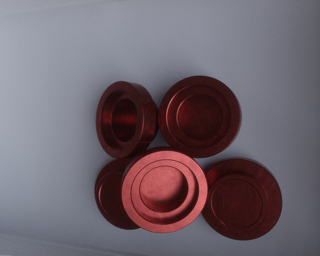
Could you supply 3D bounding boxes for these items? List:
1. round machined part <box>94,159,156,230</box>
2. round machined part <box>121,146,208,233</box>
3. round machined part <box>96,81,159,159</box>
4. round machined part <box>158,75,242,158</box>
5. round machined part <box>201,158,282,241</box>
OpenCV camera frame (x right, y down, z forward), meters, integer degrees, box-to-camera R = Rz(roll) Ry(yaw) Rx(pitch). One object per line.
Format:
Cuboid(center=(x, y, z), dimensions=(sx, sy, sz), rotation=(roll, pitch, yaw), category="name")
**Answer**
Cuboid(center=(-0.047, 0.089, 0.418), dimensions=(0.098, 0.042, 0.097), rotation=(0, 90, 20), category="round machined part")
Cuboid(center=(0.003, 0.069, 0.366), dimensions=(0.099, 0.042, 0.097), rotation=(-1, 99, -8), category="round machined part")
Cuboid(center=(-0.038, -0.010, 0.402), dimensions=(0.098, 0.042, 0.097), rotation=(-2, 87, 45), category="round machined part")
Cuboid(center=(0.051, -0.013, 0.383), dimensions=(0.098, 0.042, 0.097), rotation=(0, 90, 19), category="round machined part")
Cuboid(center=(0.093, 0.085, 0.369), dimensions=(0.098, 0.042, 0.097), rotation=(0, 90, 20), category="round machined part")
